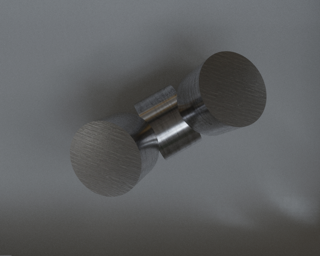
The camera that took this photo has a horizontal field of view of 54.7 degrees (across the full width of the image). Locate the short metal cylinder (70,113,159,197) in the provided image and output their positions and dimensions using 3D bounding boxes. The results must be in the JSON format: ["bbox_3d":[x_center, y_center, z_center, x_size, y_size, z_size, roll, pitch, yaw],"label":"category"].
[{"bbox_3d":[-0.047,0.026,0.332,0.080,0.050,0.079,4,104,18],"label":"short metal cylinder"}]

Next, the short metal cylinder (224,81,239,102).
[{"bbox_3d":[0.067,-0.037,0.398,0.081,0.050,0.079,0,90,-1],"label":"short metal cylinder"}]

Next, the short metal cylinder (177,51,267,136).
[{"bbox_3d":[0.065,-0.035,0.333,0.081,0.050,0.080,5,77,-21],"label":"short metal cylinder"}]

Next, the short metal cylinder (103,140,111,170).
[{"bbox_3d":[-0.048,0.025,0.397,0.081,0.050,0.079,0,90,-1],"label":"short metal cylinder"}]

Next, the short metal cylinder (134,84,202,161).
[{"bbox_3d":[0.009,-0.007,0.382,0.050,0.080,0.080,-30,90,0],"label":"short metal cylinder"}]
